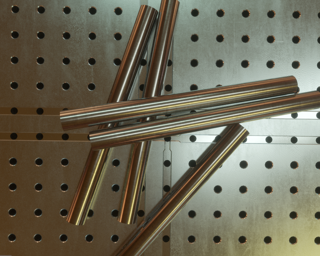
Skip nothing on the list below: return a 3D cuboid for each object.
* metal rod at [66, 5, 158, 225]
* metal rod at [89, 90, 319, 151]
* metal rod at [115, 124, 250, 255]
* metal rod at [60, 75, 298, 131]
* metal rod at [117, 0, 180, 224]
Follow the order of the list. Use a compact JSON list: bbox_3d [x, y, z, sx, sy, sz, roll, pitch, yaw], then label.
[{"bbox_3d":[-0.063,-0.017,0.412,0.025,0.025,0.298,19,90,-1],"label":"metal rod"},{"bbox_3d":[0.064,-0.011,0.397,0.302,0.025,0.025,-10,90,-7],"label":"metal rod"},{"bbox_3d":[0.010,0.111,0.413,0.025,0.025,0.300,42,90,-1],"label":"metal rod"},{"bbox_3d":[0.031,-0.033,0.393,0.302,0.025,0.025,-10,90,-9],"label":"metal rod"},{"bbox_3d":[-0.015,-0.023,0.413,0.025,0.025,0.298,11,90,-1],"label":"metal rod"}]
